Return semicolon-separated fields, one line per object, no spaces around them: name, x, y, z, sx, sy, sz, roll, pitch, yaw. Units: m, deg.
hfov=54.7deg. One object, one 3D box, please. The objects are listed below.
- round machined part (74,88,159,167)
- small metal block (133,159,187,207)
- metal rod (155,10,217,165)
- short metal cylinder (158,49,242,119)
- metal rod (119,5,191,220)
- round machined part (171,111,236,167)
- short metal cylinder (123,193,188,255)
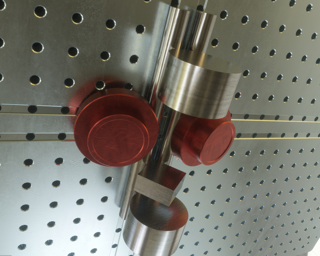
round machined part;-0.049;0.006;0.361;0.099;0.042;0.097;-6;119;-10
small metal block;0.001;0.071;0.409;0.050;0.050;0.025;-39;148;-61
metal rod;0.018;-0.002;0.418;0.025;0.025;0.298;1;118;-29
short metal cylinder;0.042;-0.050;0.339;0.081;0.080;0.050;1;118;-29
metal rod;-0.013;-0.001;0.402;0.025;0.025;0.298;1;118;-29
round machined part;0.065;0.012;0.426;0.099;0.042;0.097;-26;134;-30
short metal cylinder;-0.007;0.130;0.424;0.081;0.080;0.050;1;118;-29
